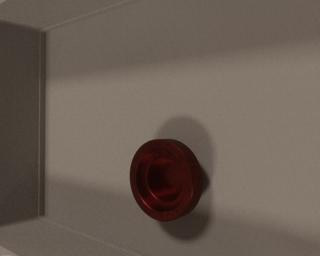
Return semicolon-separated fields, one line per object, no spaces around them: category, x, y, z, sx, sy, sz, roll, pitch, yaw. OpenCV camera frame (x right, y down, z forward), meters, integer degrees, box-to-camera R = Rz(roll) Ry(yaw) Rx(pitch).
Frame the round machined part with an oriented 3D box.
round machined part;0.012;0.062;0.384;0.098;0.042;0.097;0;90;39
